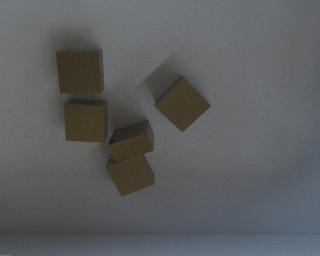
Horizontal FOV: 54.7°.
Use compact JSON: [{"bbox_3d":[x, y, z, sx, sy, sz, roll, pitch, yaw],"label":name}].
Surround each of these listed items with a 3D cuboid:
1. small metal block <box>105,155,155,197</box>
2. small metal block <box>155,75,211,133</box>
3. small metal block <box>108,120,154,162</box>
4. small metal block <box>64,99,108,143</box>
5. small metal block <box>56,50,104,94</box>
[{"bbox_3d":[-0.041,0.061,0.433,0.050,0.025,0.050,-22,109,7],"label":"small metal block"},{"bbox_3d":[0.029,-0.031,0.400,0.050,0.025,0.050,43,104,-15],"label":"small metal block"},{"bbox_3d":[-0.035,0.016,0.403,0.050,0.050,0.025,-17,109,6],"label":"small metal block"},{"bbox_3d":[-0.096,-0.010,0.406,0.050,0.025,0.050,3,110,-2],"label":"small metal block"},{"bbox_3d":[-0.097,-0.070,0.384,0.050,0.025,0.050,0,110,-1],"label":"small metal block"}]
